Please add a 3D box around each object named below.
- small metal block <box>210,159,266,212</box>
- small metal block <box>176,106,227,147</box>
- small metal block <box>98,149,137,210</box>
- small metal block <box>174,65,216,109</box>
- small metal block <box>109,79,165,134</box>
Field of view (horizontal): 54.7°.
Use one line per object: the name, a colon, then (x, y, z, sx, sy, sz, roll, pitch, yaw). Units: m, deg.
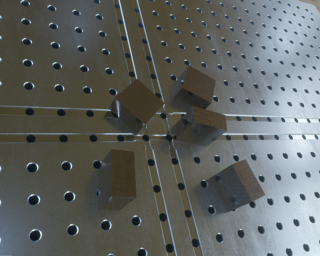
small metal block: (0.099, 0.075, 0.402, 0.025, 0.050, 0.050, -13, 69, -34)
small metal block: (0.055, -0.001, 0.424, 0.050, 0.050, 0.025, 14, 56, -21)
small metal block: (-0.047, 0.057, 0.333, 0.025, 0.050, 0.050, 9, 58, -24)
small metal block: (0.055, -0.061, 0.477, 0.050, 0.025, 0.050, 26, 52, -12)
small metal block: (-0.030, -0.030, 0.411, 0.050, 0.025, 0.050, 41, 51, -1)
